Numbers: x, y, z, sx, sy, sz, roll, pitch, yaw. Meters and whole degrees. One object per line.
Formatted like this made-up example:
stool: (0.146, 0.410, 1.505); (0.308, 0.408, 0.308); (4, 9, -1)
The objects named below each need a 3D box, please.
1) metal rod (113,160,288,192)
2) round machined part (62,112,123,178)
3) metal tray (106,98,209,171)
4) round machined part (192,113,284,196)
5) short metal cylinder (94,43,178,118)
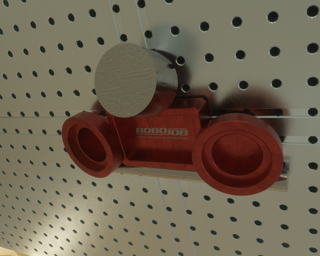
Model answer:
metal rod: (0.017, 0.059, 0.434); (0.301, 0.025, 0.025); (2, 119, 27)
round machined part: (-0.092, 0.020, 0.450); (0.098, 0.042, 0.097); (18, 126, 28)
metal tray: (0.001, 0.009, 0.407); (0.130, 0.030, 0.089); (1, 120, 27)
round machined part: (0.089, 0.026, 0.358); (0.098, 0.042, 0.097); (8, 119, 15)
short metal cylinder: (-0.027, -0.052, 0.353); (0.080, 0.050, 0.079); (1, 93, 28)
